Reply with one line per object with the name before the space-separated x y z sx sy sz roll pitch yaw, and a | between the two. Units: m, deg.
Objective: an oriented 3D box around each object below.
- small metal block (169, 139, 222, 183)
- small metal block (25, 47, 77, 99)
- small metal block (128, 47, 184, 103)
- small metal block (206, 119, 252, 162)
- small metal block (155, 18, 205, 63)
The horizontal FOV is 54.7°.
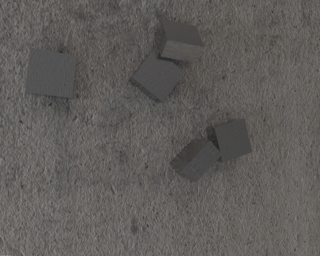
small metal block | 0.046 0.042 0.413 0.050 0.050 0.025 -45 104 -14
small metal block | -0.127 -0.062 0.362 0.050 0.025 0.050 6 88 -20
small metal block | -0.005 -0.068 0.407 0.050 0.025 0.050 38 78 -16
small metal block | 0.099 0.017 0.446 0.050 0.025 0.050 -16 96 -19
small metal block | 0.025 -0.114 0.404 0.050 0.025 0.050 5 47 -20
